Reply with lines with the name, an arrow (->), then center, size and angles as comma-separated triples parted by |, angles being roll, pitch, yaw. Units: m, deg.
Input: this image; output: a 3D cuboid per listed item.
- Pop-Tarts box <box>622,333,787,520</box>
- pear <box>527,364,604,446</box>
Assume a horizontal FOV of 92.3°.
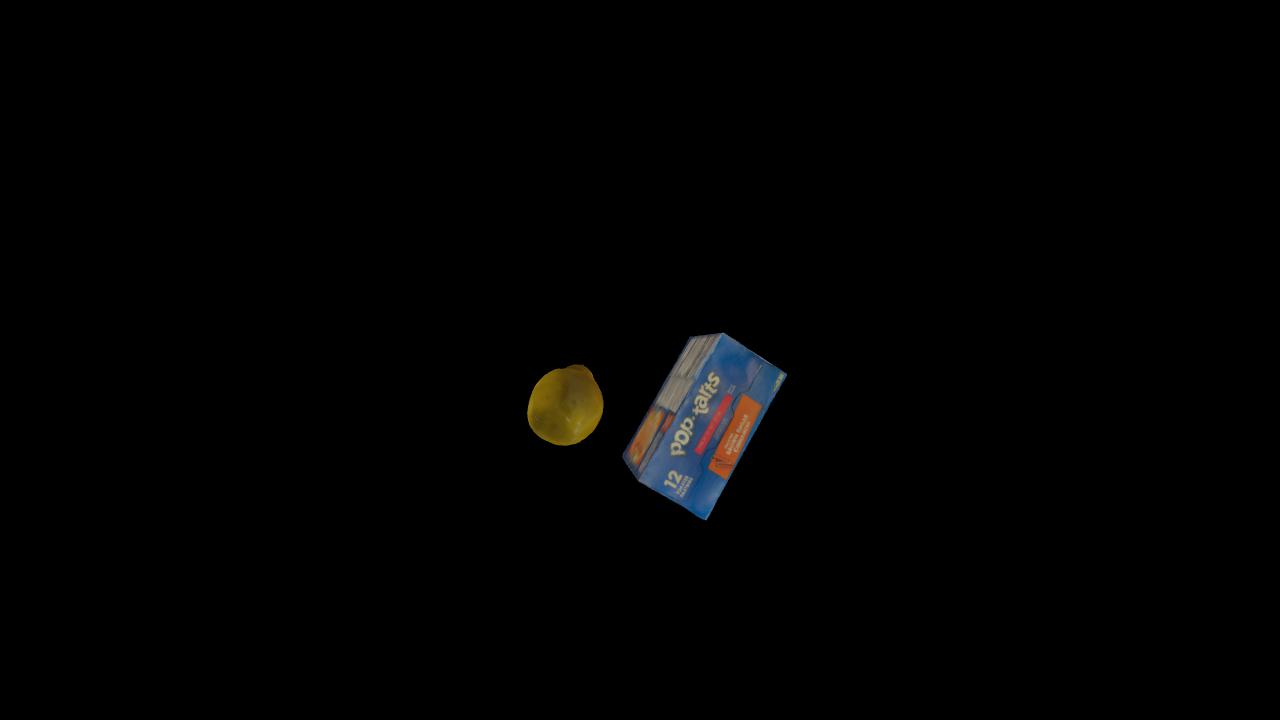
Pop-Tarts box -> 0.062, 0.064, 0.661 | 0.083, 0.167, 0.141 | 30, -4, -7
pear -> -0.067, 0.033, 0.634 | 0.080, 0.080, 0.111 | 0, 40, 23
